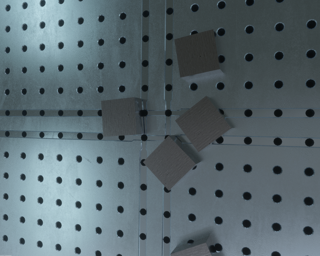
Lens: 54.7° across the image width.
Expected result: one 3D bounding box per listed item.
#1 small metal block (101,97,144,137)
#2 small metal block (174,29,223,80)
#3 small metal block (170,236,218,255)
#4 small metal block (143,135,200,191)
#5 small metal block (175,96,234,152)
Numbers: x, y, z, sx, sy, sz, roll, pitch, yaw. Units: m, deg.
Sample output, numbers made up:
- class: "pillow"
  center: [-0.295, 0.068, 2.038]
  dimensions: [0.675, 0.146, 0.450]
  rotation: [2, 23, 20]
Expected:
- class: "small metal block"
  center: [-0.052, -0.014, 0.430]
  dimensions: [0.050, 0.025, 0.050]
  rotation: [-4, 89, 19]
- class: "small metal block"
  center: [0.050, -0.092, 0.395]
  dimensions: [0.050, 0.025, 0.050]
  rotation: [-9, 87, 19]
- class: "small metal block"
  center: [0.049, 0.173, 0.395]
  dimensions: [0.050, 0.025, 0.050]
  rotation: [-26, 82, 17]
- class: "small metal block"
  center: [0.015, 0.045, 0.406]
  dimensions: [0.050, 0.025, 0.050]
  rotation: [46, 104, 13]
- class: "small metal block"
  center: [0.056, -0.005, 0.392]
  dimensions: [0.050, 0.025, 0.050]
  rotation: [-39, 78, 15]
